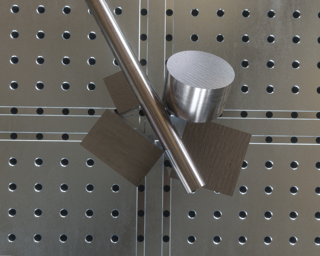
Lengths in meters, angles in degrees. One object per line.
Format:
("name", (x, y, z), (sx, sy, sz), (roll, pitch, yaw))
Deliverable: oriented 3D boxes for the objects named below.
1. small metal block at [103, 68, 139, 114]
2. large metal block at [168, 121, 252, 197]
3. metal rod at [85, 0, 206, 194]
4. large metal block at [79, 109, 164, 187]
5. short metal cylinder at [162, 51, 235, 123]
("small metal block", (-0.041, -0.051, 0.413), (0.050, 0.025, 0.050), (-24, 90, -1))
("large metal block", (0.061, 0.034, 0.401), (0.080, 0.050, 0.080), (18, 90, -1))
("metal rod", (-0.027, -0.060, 0.383), (0.025, 0.025, 0.299), (-28, 79, 0))
("large metal block", (-0.043, 0.022, 0.385), (0.080, 0.080, 0.050), (37, 90, -1))
("short metal cylinder", (0.045, -0.052, 0.380), (0.081, 0.080, 0.050), (9, 134, -1))
